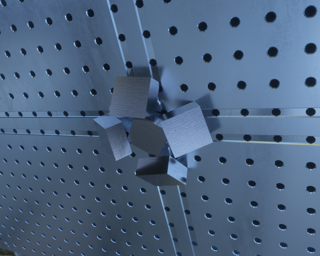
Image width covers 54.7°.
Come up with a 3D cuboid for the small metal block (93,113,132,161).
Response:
[{"bbox_3d":[-0.067,0.012,0.437,0.050,0.025,0.050,29,138,56],"label":"small metal block"}]

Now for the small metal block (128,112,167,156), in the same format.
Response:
[{"bbox_3d":[-0.012,0.006,0.419,0.050,0.025,0.050,28,128,10],"label":"small metal block"}]

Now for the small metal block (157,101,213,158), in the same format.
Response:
[{"bbox_3d":[0.031,0.002,0.380,0.050,0.025,0.050,-23,110,-1],"label":"small metal block"}]

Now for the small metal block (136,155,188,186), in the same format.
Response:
[{"bbox_3d":[0.003,0.061,0.430,0.050,0.025,0.050,-9,150,32],"label":"small metal block"}]

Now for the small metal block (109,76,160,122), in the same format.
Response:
[{"bbox_3d":[-0.032,-0.037,0.388,0.050,0.025,0.050,6,85,25],"label":"small metal block"}]
